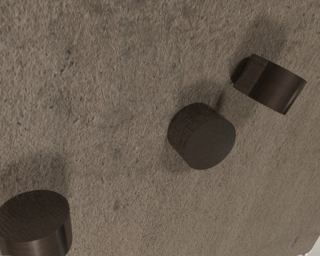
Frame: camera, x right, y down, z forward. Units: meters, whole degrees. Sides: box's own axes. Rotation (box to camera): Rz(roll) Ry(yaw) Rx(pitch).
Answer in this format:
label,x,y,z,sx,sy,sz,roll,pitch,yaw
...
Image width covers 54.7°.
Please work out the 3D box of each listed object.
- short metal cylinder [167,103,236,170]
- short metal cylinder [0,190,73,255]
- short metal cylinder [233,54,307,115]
label,x,y,z,sx,sy,sz,roll,pitch,yaw
short metal cylinder,0.057,0.011,0.431,0.081,0.050,0.079,-14,125,-21
short metal cylinder,-0.147,0.119,0.366,0.081,0.080,0.050,-10,123,-24
short metal cylinder,0.147,-0.059,0.417,0.081,0.080,0.050,17,110,-35
